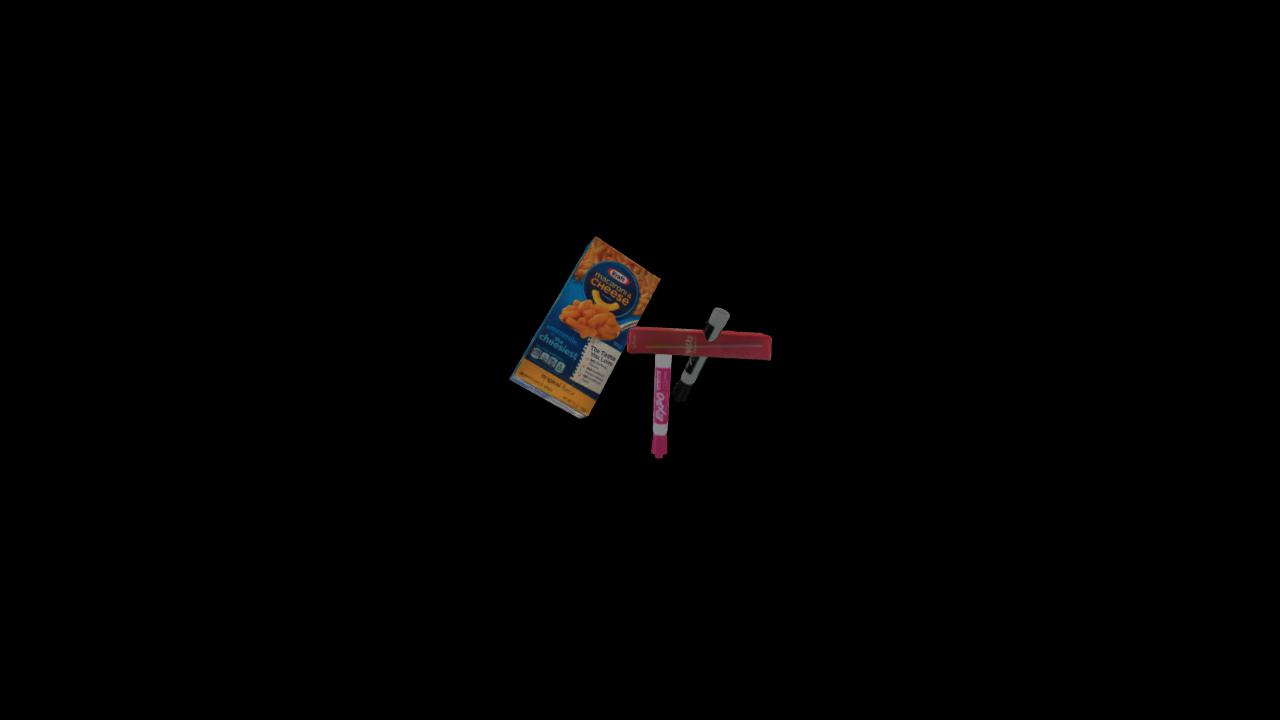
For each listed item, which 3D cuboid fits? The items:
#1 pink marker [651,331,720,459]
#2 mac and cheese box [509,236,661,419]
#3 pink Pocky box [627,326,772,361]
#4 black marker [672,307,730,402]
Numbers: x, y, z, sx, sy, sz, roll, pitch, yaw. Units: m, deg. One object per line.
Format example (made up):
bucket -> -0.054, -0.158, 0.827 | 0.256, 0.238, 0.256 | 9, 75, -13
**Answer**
pink marker -> 0.024, 0.052, 0.691 | 0.020, 0.121, 0.020 | 2, 10, 0
mac and cheese box -> -0.058, -0.036, 0.682 | 0.093, 0.184, 0.041 | 31, -18, -12
pink Pocky box -> 0.064, -0.020, 0.690 | 0.155, 0.029, 0.084 | 3, 5, 3
black marker -> 0.064, -0.002, 0.670 | 0.020, 0.121, 0.020 | 18, 30, -11
